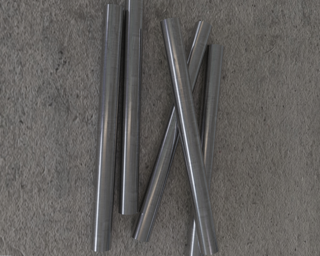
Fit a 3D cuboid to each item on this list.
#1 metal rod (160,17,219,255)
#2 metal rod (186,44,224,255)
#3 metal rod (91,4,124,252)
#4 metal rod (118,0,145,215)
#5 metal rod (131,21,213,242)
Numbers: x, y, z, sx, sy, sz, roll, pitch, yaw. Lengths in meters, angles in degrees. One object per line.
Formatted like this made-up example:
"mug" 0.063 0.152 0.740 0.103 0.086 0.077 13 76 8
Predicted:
"metal rod" 0.038 0.013 0.395 0.025 0.025 0.298 -12 94 -20
"metal rod" 0.063 0.034 0.432 0.025 0.025 0.298 7 88 -20
"metal rod" -0.065 -0.001 0.384 0.025 0.025 0.298 3 89 -20
"metal rod" -0.036 -0.042 0.395 0.025 0.025 0.298 2 89 -20
"metal rod" 0.018 0.000 0.415 0.025 0.025 0.299 19 84 -19
